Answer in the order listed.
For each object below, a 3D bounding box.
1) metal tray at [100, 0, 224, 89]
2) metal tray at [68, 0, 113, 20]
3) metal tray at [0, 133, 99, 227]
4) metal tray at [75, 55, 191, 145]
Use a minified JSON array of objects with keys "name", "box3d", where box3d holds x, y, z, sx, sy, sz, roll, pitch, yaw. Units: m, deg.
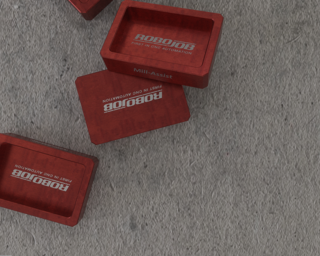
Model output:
[{"name":"metal tray","box3d":[0.004,-0.105,0.380,0.131,0.030,0.090,13,69,11]},{"name":"metal tray","box3d":[-0.080,-0.219,0.406,0.130,0.030,0.090,-43,90,0]},{"name":"metal tray","box3d":[-0.157,0.066,0.406,0.131,0.030,0.090,16,90,0]},{"name":"metal tray","box3d":[-0.034,-0.037,0.407,0.131,0.030,0.090,-15,90,0]}]
